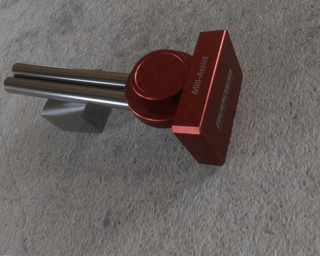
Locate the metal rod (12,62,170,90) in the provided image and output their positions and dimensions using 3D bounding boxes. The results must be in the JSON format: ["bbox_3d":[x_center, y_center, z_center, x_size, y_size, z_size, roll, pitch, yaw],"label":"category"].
[{"bbox_3d":[-0.072,-0.065,0.424,0.301,0.025,0.025,9,65,17],"label":"metal rod"}]

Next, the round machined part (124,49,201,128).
[{"bbox_3d":[0.005,-0.052,0.360,0.098,0.042,0.098,-6,63,13],"label":"round machined part"}]

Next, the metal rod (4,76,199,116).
[{"bbox_3d":[-0.080,-0.041,0.414,0.301,0.025,0.025,9,66,18],"label":"metal rod"}]

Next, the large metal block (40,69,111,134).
[{"bbox_3d":[-0.120,-0.040,0.470,0.080,0.050,0.080,4,63,29],"label":"large metal block"}]

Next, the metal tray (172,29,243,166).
[{"bbox_3d":[0.059,-0.033,0.351,0.030,0.090,0.130,4,63,30],"label":"metal tray"}]
